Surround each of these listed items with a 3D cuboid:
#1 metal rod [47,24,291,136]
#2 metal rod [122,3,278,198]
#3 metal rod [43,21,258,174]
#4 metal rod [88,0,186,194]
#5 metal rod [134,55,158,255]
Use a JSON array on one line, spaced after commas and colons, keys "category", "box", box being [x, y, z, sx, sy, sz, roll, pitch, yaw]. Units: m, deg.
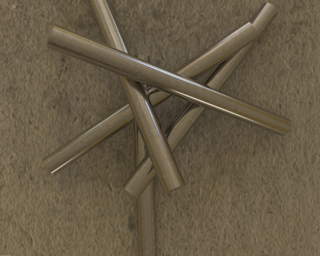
[{"category": "metal rod", "box": [0.026, -0.047, 0.359, 0.302, 0.025, 0.025, 19, 90, -18]}, {"category": "metal rod", "box": [0.055, -0.039, 0.396, 0.025, 0.025, 0.300, 38, 84, -1]}, {"category": "metal rod", "box": [-0.012, -0.036, 0.383, 0.301, 0.025, 0.025, -34, 90, 1]}, {"category": "metal rod", "box": [-0.039, -0.068, 0.368, 0.025, 0.025, 0.299, -23, 74, 0]}, {"category": "metal rod", "box": [-0.020, 0.055, 0.409, 0.025, 0.025, 0.298, -2, 90, -1]}]
